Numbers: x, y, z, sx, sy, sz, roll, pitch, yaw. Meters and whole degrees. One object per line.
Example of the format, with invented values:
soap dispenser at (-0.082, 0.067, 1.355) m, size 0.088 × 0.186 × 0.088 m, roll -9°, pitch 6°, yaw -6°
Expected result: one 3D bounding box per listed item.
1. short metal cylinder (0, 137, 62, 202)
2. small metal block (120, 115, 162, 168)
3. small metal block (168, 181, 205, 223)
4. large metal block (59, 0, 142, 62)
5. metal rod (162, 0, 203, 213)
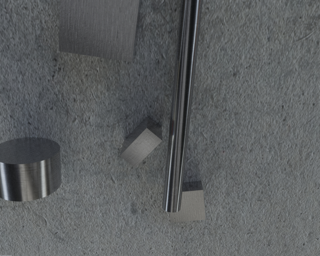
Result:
short metal cylinder at (-0.169, 0.050, 0.397) m, size 0.081 × 0.080 × 0.050 m, roll 4°, pitch 110°, yaw -2°
small metal block at (-0.024, 0.016, 0.402) m, size 0.025 × 0.050 × 0.050 m, roll 41°, pitch 105°, yaw -14°
small metal block at (0.038, 0.107, 0.450) m, size 0.050 × 0.025 × 0.050 m, roll -6°, pitch 110°, yaw 1°
large metal block at (-0.065, -0.124, 0.350) m, size 0.081 × 0.050 × 0.079 m, roll 8°, pitch 110°, yaw -4°
metal rod at (0.027, -0.035, 0.383) m, size 0.025 × 0.025 × 0.298 m, roll 4°, pitch 105°, yaw -2°
